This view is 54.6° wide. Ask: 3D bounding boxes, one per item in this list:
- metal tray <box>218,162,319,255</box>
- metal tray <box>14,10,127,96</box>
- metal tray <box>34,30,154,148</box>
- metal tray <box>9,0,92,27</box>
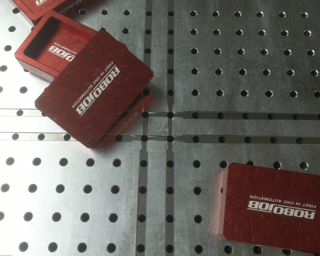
[{"bbox_3d":[0.142,0.097,0.374,0.131,0.030,0.090,8,70,3],"label":"metal tray"},{"bbox_3d":[-0.122,-0.102,0.441,0.130,0.030,0.090,26,72,5],"label":"metal tray"},{"bbox_3d":[-0.083,-0.049,0.404,0.090,0.030,0.130,40,80,-8],"label":"metal tray"},{"bbox_3d":[-0.165,-0.220,0.488,0.130,0.030,0.090,-40,75,-14],"label":"metal tray"}]
